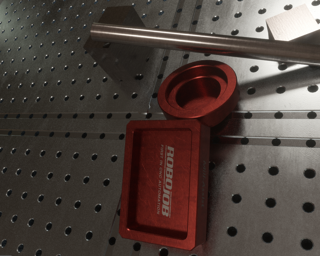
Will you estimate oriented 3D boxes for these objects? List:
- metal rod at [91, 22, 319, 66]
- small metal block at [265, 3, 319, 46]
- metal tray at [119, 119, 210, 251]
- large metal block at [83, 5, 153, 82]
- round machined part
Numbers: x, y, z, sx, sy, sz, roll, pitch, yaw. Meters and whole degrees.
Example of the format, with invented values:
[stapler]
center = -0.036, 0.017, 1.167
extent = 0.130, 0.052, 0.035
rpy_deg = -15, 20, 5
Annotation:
[metal rod]
center = 0.056, -0.106, 0.388
extent = 0.301, 0.025, 0.025
rpy_deg = 10, 66, 13
[small metal block]
center = 0.169, -0.124, 0.395
extent = 0.050, 0.025, 0.050
rpy_deg = -19, 54, 16
[metal tray]
center = 0.005, 0.057, 0.338
extent = 0.090, 0.030, 0.129
rpy_deg = 0, 82, 27
[large metal block]
center = -0.060, -0.129, 0.482
extent = 0.050, 0.080, 0.080
rpy_deg = 11, 67, 32
[round machined part]
center = 0.050, -0.037, 0.386
extent = 0.098, 0.042, 0.098
rpy_deg = -13, 47, 15
